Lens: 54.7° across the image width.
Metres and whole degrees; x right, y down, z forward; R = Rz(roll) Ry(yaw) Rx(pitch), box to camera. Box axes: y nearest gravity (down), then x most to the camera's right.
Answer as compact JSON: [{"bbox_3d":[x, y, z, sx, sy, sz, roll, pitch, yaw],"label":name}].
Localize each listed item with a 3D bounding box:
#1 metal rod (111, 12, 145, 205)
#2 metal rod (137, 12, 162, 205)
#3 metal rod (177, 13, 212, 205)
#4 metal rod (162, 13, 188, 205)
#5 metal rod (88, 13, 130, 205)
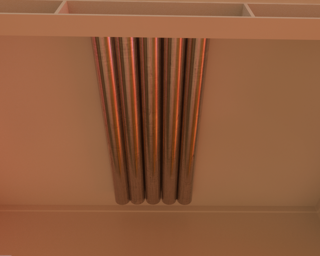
[{"bbox_3d":[-0.036,0.001,0.408,0.025,0.025,0.298,0,130,0],"label":"metal rod"},{"bbox_3d":[-0.011,0.001,0.408,0.025,0.025,0.298,0,130,0],"label":"metal rod"},{"bbox_3d":[0.040,0.002,0.409,0.025,0.025,0.298,0,130,0],"label":"metal rod"},{"bbox_3d":[0.015,0.002,0.409,0.025,0.025,0.298,0,130,0],"label":"metal rod"},{"bbox_3d":[-0.060,0.002,0.408,0.025,0.025,0.298,0,130,0],"label":"metal rod"}]
